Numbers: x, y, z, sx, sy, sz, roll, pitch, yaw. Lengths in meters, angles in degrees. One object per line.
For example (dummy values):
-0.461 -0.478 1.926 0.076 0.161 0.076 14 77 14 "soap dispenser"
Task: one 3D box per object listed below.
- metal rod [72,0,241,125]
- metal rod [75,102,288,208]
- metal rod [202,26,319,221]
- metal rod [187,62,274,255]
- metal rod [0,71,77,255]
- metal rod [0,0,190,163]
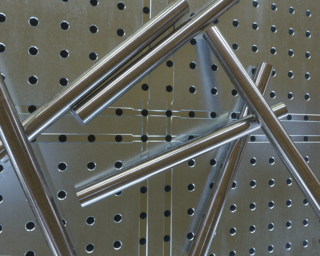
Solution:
0.010 -0.109 0.415 0.301 0.025 0.025 -41 103 -15 "metal rod"
0.038 0.030 0.410 0.302 0.025 0.025 -22 98 -13 "metal rod"
0.142 -0.008 0.406 0.025 0.025 0.299 -25 77 -18 "metal rod"
0.105 0.044 0.450 0.025 0.025 0.299 24 82 -18 "metal rod"
-0.144 0.043 0.336 0.025 0.025 0.299 -22 106 -19 "metal rod"
-0.075 -0.069 0.384 0.301 0.025 0.025 -43 104 -15 "metal rod"
